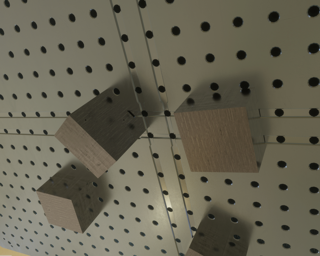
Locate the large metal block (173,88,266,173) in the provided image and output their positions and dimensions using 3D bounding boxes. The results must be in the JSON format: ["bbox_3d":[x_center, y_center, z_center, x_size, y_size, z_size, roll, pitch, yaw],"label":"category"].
[{"bbox_3d":[0.072,0.004,0.360,0.080,0.050,0.080,-4,117,30],"label":"large metal block"}]

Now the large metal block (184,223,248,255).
[{"bbox_3d":[0.079,0.209,0.483,0.080,0.050,0.079,26,128,12],"label":"large metal block"}]

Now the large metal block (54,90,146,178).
[{"bbox_3d":[-0.079,0.006,0.422,0.080,0.080,0.050,45,129,-3],"label":"large metal block"}]

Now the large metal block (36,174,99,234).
[{"bbox_3d":[-0.168,0.138,0.570,0.080,0.050,0.080,7,121,25],"label":"large metal block"}]
